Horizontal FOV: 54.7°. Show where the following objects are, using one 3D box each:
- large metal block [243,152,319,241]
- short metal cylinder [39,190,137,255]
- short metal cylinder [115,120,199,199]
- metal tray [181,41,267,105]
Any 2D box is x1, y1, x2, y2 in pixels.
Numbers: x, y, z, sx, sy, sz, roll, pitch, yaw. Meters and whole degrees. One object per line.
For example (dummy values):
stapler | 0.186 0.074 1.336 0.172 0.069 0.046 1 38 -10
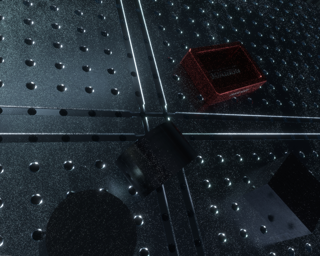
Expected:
large metal block | 0.177 0.093 0.430 0.080 0.050 0.081 49 51 6
short metal cylinder | -0.068 0.104 0.291 0.081 0.050 0.080 14 56 -21
short metal cylinder | -0.003 0.035 0.350 0.081 0.080 0.050 -32 80 -38
metal tray | 0.110 -0.096 0.522 0.131 0.030 0.090 -18 72 -35
